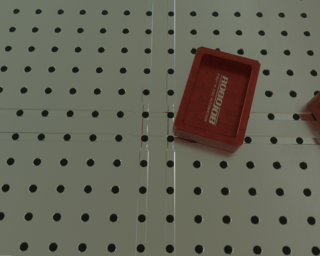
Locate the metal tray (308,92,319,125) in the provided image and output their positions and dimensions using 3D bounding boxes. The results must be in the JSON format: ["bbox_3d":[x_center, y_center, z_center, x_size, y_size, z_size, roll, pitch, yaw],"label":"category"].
[{"bbox_3d":[0.273,0.000,0.411,0.090,0.030,0.130,-21,71,-8],"label":"metal tray"}]

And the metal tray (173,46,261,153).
[{"bbox_3d":[0.078,-0.041,0.424,0.090,0.030,0.130,16,71,6],"label":"metal tray"}]
